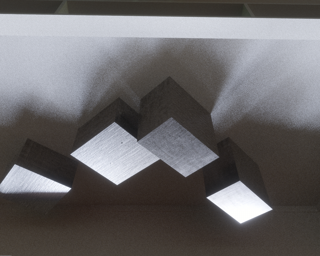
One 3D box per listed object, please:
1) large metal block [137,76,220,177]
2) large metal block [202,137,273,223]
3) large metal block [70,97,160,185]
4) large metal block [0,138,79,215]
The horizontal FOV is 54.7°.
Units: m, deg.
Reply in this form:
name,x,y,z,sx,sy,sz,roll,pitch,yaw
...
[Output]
name,x,y,z,sx,sy,sz,roll,pitch,yaw
large metal block,0.021,-0.002,0.371,0.050,0.080,0.080,-36,122,26
large metal block,0.105,0.073,0.436,0.050,0.080,0.080,-35,122,26
large metal block,-0.055,0.020,0.409,0.080,0.050,0.080,-34,123,25
large metal block,-0.180,0.073,0.453,0.080,0.050,0.080,31,124,-24
